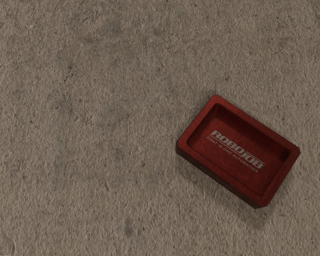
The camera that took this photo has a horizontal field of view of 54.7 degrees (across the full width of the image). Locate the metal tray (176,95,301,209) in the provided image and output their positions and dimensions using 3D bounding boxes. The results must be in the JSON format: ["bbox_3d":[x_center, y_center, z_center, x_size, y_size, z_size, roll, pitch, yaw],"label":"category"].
[{"bbox_3d":[0.097,0.028,0.396,0.130,0.030,0.090,35,73,11],"label":"metal tray"}]
